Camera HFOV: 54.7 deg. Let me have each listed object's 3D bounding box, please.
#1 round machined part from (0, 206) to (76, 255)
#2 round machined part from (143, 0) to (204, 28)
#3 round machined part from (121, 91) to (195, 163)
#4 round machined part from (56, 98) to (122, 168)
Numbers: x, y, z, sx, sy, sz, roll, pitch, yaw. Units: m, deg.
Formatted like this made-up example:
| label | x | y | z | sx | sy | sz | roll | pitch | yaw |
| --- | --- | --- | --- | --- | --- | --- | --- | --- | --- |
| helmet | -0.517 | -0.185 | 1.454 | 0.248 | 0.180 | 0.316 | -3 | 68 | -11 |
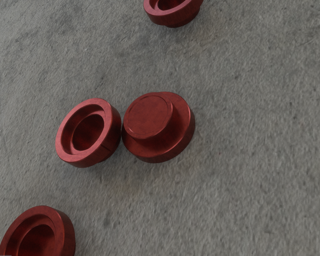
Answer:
| label | x | y | z | sx | sy | sz | roll | pitch | yaw |
| --- | --- | --- | --- | --- | --- | --- | --- | --- | --- |
| round machined part | -0.143 | 0.148 | 0.375 | 0.098 | 0.042 | 0.098 | -13 | 56 | 20 |
| round machined part | 0.026 | -0.202 | 0.502 | 0.098 | 0.042 | 0.098 | -13 | 56 | 20 |
| round machined part | -0.008 | -0.007 | 0.400 | 0.098 | 0.042 | 0.098 | -13 | 56 | 20 |
| round machined part | -0.093 | 0.010 | 0.430 | 0.098 | 0.042 | 0.098 | -16 | 55 | 25 |
